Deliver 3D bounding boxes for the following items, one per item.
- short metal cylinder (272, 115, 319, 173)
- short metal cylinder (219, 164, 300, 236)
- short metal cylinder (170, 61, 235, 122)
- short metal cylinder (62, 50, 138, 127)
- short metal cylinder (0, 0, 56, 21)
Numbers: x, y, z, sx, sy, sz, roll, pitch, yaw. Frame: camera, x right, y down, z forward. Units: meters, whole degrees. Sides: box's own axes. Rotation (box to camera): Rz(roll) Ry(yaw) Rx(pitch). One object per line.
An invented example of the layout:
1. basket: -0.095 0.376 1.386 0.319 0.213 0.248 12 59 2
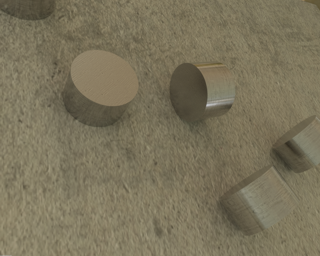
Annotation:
1. short metal cylinder: 0.223 0.025 0.476 0.081 0.080 0.050 -35 82 -38
2. short metal cylinder: 0.121 0.088 0.382 0.081 0.080 0.050 -26 76 -37
3. short metal cylinder: 0.058 -0.052 0.433 0.050 0.080 0.080 -11 68 -33
4. short metal cylinder: -0.073 -0.048 0.379 0.081 0.050 0.080 14 56 -21
5. short metal cylinder: -0.177 -0.191 0.409 0.081 0.050 0.080 14 56 -21
